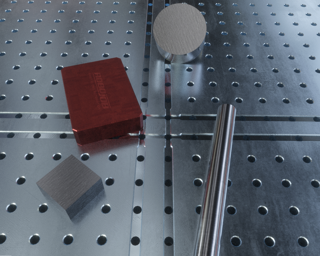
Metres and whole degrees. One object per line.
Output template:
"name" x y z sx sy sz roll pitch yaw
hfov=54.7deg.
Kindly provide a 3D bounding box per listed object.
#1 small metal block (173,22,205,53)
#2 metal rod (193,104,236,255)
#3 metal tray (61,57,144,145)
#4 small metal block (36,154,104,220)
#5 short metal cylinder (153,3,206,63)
"small metal block" 0.051 -0.158 0.541 0.050 0.025 0.050 7 50 5
"metal rod" 0.057 0.087 0.335 0.025 0.025 0.300 11 51 8
"metal tray" -0.084 -0.043 0.440 0.091 0.030 0.130 -14 52 -12
"small metal block" -0.101 0.066 0.351 0.050 0.025 0.050 33 57 24
"short metal cylinder" 0.032 -0.148 0.492 0.080 0.050 0.080 0 86 5
